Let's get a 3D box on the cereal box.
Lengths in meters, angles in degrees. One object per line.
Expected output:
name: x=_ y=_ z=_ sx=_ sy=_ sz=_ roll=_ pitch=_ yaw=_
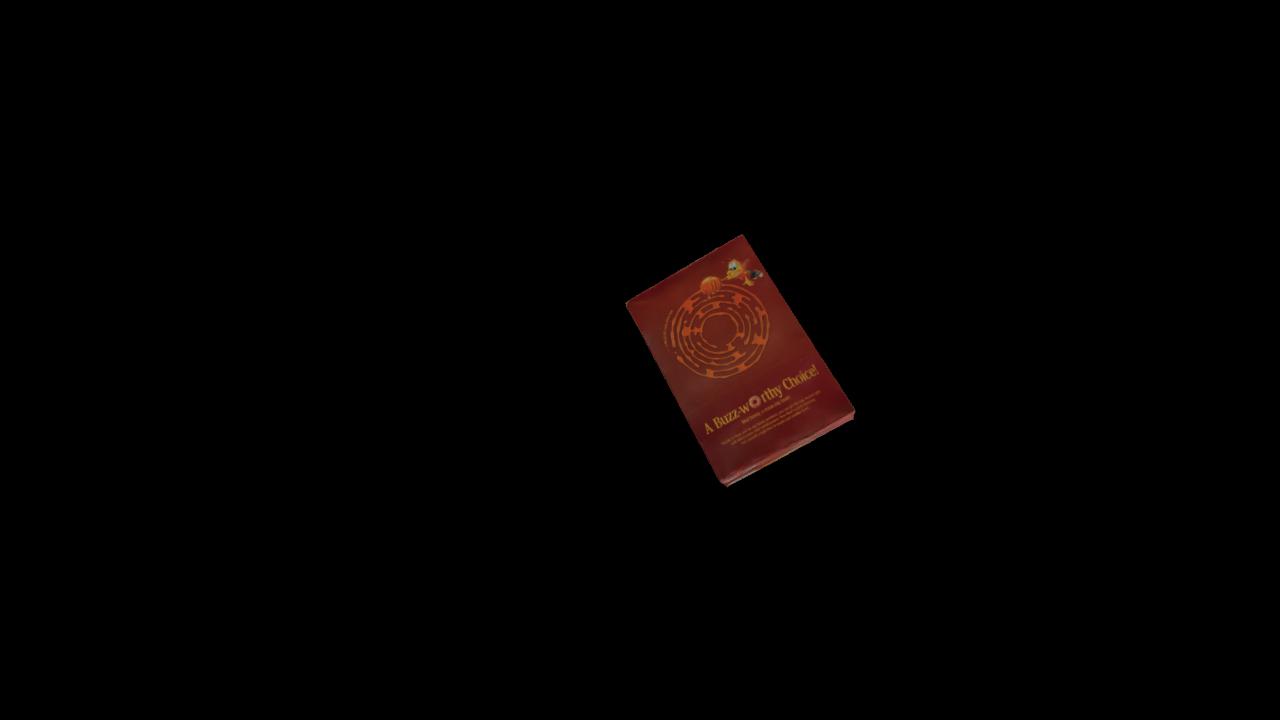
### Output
cereal box: x=0.135 y=-0.003 z=0.878 sx=0.203 sy=0.306 sz=0.081 roll=-30 pitch=-21 yaw=6
